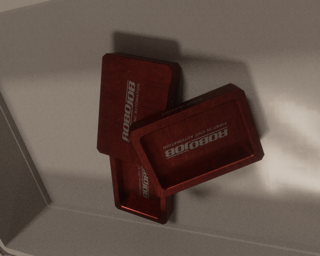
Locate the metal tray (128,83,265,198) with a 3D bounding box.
[{"bbox_3d":[0.041,0.015,0.352,0.131,0.030,0.090,-22,110,4],"label":"metal tray"}]

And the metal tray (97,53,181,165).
[{"bbox_3d":[-0.029,-0.022,0.386,0.090,0.030,0.129,14,110,19],"label":"metal tray"}]

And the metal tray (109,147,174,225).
[{"bbox_3d":[-0.026,0.078,0.465,0.090,0.030,0.129,13,124,20],"label":"metal tray"}]

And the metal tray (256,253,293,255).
[{"bbox_3d":[0.182,0.250,0.466,0.090,0.030,0.130,-26,105,36],"label":"metal tray"}]
